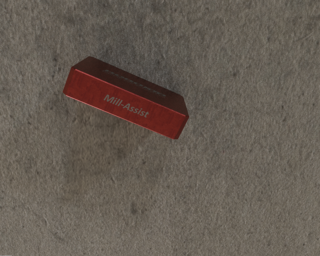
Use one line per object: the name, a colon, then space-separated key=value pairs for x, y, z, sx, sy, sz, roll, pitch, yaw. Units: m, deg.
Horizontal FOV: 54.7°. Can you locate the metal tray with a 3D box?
metal tray: x=-0.035 y=-0.038 z=0.360 sx=0.131 sy=0.090 sz=0.030 roll=22 pitch=109 yaw=-9
